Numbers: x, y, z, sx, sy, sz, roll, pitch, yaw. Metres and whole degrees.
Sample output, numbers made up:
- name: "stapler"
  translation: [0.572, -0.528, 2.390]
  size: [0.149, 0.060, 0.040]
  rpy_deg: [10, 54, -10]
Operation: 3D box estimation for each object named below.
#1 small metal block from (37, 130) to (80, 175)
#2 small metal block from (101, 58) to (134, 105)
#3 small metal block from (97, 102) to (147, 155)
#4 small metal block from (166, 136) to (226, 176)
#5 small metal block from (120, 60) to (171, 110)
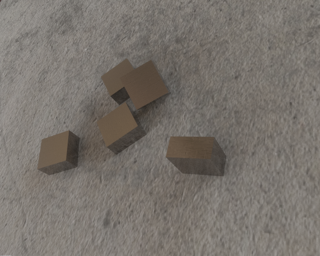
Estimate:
- name: "small metal block"
  translation: [-0.149, 0.037, 0.457]
  size: [0.050, 0.025, 0.050]
  rpy_deg: [-17, 55, 18]
- name: "small metal block"
  translation: [-0.057, -0.072, 0.476]
  size: [0.050, 0.025, 0.050]
  rpy_deg: [-34, 52, 5]
- name: "small metal block"
  translation: [-0.054, 0.000, 0.431]
  size: [0.050, 0.025, 0.050]
  rpy_deg: [-34, 52, 5]
- name: "small metal block"
  translation: [0.042, 0.032, 0.346]
  size: [0.050, 0.050, 0.025]
  rpy_deg: [0, 62, 28]
- name: "small metal block"
  translation: [-0.020, -0.059, 0.433]
  size: [0.050, 0.025, 0.050]
  rpy_deg: [-28, 89, 10]
